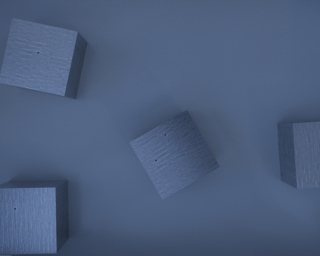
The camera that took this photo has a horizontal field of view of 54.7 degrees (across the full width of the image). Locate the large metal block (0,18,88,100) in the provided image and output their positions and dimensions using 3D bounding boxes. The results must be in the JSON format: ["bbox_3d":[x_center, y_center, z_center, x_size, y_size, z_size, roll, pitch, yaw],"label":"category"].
[{"bbox_3d":[-0.146,-0.086,0.398,0.080,0.050,0.080,12,90,0],"label":"large metal block"}]

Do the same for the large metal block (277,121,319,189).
[{"bbox_3d":[0.204,0.031,0.400,0.080,0.050,0.080,-4,90,0],"label":"large metal block"}]

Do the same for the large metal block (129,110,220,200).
[{"bbox_3d":[0.018,0.032,0.399,0.080,0.050,0.080,-30,90,0],"label":"large metal block"}]

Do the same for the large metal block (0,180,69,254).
[{"bbox_3d":[-0.165,0.112,0.398,0.081,0.050,0.080,-1,90,0],"label":"large metal block"}]
